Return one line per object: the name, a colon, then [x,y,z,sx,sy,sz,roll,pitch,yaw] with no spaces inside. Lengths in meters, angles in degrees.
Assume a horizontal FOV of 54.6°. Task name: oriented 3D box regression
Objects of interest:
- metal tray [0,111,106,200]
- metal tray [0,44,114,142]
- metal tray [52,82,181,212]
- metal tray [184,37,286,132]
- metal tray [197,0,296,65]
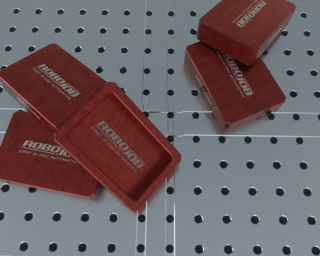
metal tray: [-0.133,0.034,0.396,0.131,0.030,0.090,11,70,4]
metal tray: [-0.133,-0.051,0.406,0.130,0.030,0.090,37,60,21]
metal tray: [-0.047,0.022,0.364,0.090,0.030,0.130,-48,109,-17]
metal tray: [0.102,-0.070,0.435,0.090,0.030,0.130,-22,72,-8]
metal tray: [0.125,-0.153,0.445,0.090,0.030,0.131,34,59,17]
